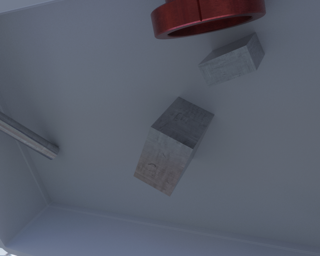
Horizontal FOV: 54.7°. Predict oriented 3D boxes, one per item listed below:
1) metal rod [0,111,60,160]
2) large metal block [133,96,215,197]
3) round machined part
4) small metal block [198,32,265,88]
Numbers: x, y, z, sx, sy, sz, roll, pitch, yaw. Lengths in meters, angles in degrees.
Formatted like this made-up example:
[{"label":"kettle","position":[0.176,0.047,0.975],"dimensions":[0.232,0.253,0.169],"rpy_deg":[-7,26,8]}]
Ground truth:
[{"label":"metal rod","position":[-0.272,-0.036,0.443],"dimensions":[0.025,0.025,0.300],"rpy_deg":[-18,136,35]},{"label":"large metal block","position":[0.017,0.021,0.376],"dimensions":[0.050,0.080,0.079],"rpy_deg":[28,128,10]},{"label":"round machined part","position":[0.040,-0.111,0.274],"dimensions":[0.098,0.099,0.042],"rpy_deg":[-5,101,30]},{"label":"small metal block","position":[0.073,-0.069,0.311],"dimensions":[0.050,0.050,0.025],"rpy_deg":[-17,109,34]}]
